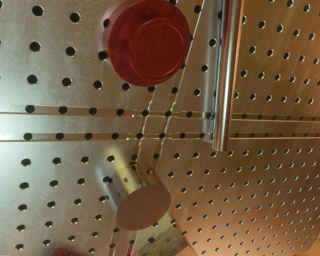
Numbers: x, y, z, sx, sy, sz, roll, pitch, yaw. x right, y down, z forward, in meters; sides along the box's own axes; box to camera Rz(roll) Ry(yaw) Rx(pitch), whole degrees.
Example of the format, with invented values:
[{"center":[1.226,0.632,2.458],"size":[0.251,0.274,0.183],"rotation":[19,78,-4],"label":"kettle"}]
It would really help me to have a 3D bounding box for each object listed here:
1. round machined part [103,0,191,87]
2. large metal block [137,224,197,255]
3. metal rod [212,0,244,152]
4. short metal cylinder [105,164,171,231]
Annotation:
[{"center":[-0.009,-0.090,0.341],"size":[0.099,0.042,0.097],"rotation":[-14,124,-21],"label":"round machined part"},{"center":[0.019,0.231,0.551],"size":[0.080,0.050,0.080],"rotation":[-35,129,-6],"label":"large metal block"},{"center":[0.089,-0.096,0.402],"size":[0.025,0.025,0.298],"rotation":[-16,125,-20],"label":"metal rod"},{"center":[-0.032,0.098,0.440],"size":[0.081,0.050,0.079],"rotation":[-14,125,-21],"label":"short metal cylinder"}]
